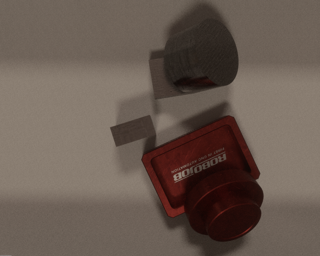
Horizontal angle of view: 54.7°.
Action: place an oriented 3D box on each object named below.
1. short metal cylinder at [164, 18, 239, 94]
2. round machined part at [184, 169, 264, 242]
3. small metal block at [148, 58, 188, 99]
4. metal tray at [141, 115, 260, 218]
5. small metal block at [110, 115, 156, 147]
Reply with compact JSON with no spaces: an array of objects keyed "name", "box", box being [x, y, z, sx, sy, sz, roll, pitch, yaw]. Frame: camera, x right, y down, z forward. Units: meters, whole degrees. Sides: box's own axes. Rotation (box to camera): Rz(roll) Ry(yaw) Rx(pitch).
[{"name":"short metal cylinder","box":[0.052,-0.086,0.379,0.081,0.050,0.080,7,79,-41]},{"name":"round machined part","box":[0.083,0.101,0.379,0.099,0.042,0.097,-9,127,-12]},{"name":"small metal block","box":[0.014,-0.067,0.412,0.050,0.025,0.050,-9,90,-1]},{"name":"metal tray","box":[0.052,0.049,0.409,0.131,0.030,0.090,-25,90,-1]},{"name":"small metal block","box":[-0.033,0.003,0.399,0.050,0.050,0.025,-18,90,0]}]
